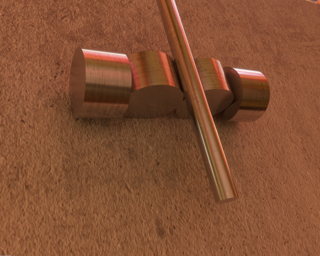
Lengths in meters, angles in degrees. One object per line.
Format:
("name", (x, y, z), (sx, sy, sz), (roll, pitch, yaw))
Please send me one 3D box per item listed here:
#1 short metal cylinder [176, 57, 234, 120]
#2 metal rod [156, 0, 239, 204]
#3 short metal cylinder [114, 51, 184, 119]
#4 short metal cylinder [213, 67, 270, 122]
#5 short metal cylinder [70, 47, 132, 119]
("short metal cylinder", (0.056, -0.053, 0.431), (0.081, 0.080, 0.050), (1, 62, -28))
("metal rod", (0.038, -0.057, 0.381), (0.025, 0.025, 0.299), (1, 61, -28))
("short metal cylinder", (-0.015, -0.052, 0.394), (0.081, 0.080, 0.050), (1, 62, -28))
("short metal cylinder", (0.115, -0.049, 0.461), (0.050, 0.080, 0.080), (1, 62, -28))
("short metal cylinder", (-0.072, -0.051, 0.362), (0.050, 0.080, 0.080), (1, 62, -28))
